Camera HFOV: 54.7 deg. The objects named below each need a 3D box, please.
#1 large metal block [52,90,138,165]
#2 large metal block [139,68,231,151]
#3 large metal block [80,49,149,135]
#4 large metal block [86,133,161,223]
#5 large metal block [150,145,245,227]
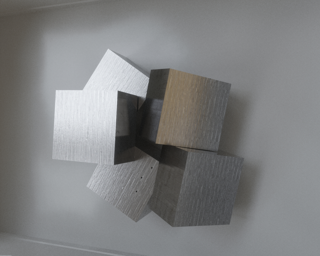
[{"bbox_3d":[-0.076,-0.002,0.367,0.080,0.050,0.079,3,90,20],"label":"large metal block"},{"bbox_3d":[0.028,-0.021,0.362,0.081,0.050,0.079,9,94,-26],"label":"large metal block"},{"bbox_3d":[-0.049,-0.045,0.412,0.080,0.050,0.080,38,102,15],"label":"large metal block"},{"bbox_3d":[-0.034,0.060,0.404,0.080,0.050,0.080,31,100,17],"label":"large metal block"},{"bbox_3d":[0.042,0.064,0.357,0.050,0.081,0.079,18,97,58],"label":"large metal block"}]
